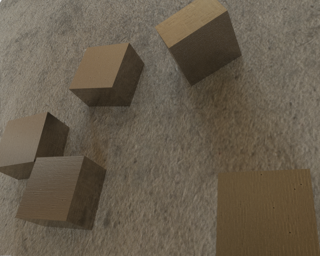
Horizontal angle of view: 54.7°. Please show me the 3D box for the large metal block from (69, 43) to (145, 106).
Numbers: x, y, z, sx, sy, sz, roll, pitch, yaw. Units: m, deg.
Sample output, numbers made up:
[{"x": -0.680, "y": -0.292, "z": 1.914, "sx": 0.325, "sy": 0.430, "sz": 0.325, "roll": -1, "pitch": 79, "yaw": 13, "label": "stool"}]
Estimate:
[{"x": -0.080, "y": -0.080, "z": 0.477, "sx": 0.080, "sy": 0.050, "sz": 0.080, "roll": 2, "pitch": 63, "yaw": 29, "label": "large metal block"}]

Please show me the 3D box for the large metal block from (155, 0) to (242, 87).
[{"x": 0.052, "y": -0.115, "z": 0.411, "sx": 0.080, "sy": 0.080, "sz": 0.050, "roll": -32, "pitch": 52, "yaw": 7, "label": "large metal block"}]

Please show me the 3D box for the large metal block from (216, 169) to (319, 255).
[{"x": 0.098, "y": 0.086, "z": 0.283, "sx": 0.080, "sy": 0.050, "sz": 0.080, "roll": -7, "pitch": 59, "yaw": 24, "label": "large metal block"}]

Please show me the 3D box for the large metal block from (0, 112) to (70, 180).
[{"x": -0.193, "y": 0.029, "z": 0.469, "sx": 0.080, "sy": 0.050, "sz": 0.080, "roll": -10, "pitch": 57, "yaw": 22, "label": "large metal block"}]

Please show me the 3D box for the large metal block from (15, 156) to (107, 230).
[{"x": -0.125, "y": 0.083, "z": 0.400, "sx": 0.080, "sy": 0.050, "sz": 0.080, "roll": -5, "pitch": 60, "yaw": 25, "label": "large metal block"}]
